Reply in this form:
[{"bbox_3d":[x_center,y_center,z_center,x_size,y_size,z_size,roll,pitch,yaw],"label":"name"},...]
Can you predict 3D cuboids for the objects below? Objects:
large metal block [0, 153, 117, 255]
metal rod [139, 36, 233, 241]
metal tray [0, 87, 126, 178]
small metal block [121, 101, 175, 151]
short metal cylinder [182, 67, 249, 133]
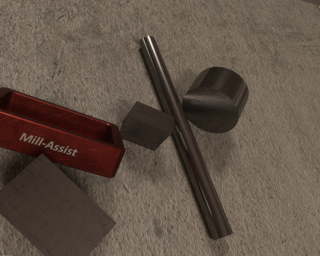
[{"bbox_3d":[-0.090,0.076,0.268,0.080,0.080,0.050,43,66,1],"label":"large metal block"},{"bbox_3d":[0.028,-0.002,0.421,0.025,0.025,0.299,-6,65,-31],"label":"metal rod"},{"bbox_3d":[-0.105,0.002,0.309,0.131,0.030,0.090,20,11,-17],"label":"metal tray"},{"bbox_3d":[-0.017,-0.001,0.380,0.050,0.050,0.025,22,54,-15],"label":"small metal block"},{"bbox_3d":[0.078,-0.039,0.436,0.080,0.080,0.050,37,51,-4],"label":"short metal cylinder"}]
